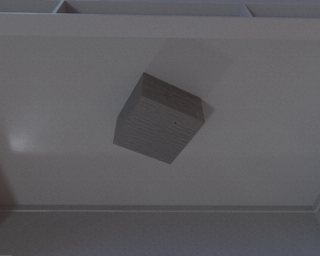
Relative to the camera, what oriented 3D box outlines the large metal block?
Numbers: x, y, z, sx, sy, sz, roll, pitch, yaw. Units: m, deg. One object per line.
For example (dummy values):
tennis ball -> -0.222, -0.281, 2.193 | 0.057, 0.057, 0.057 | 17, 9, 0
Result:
large metal block -> -0.003, -0.010, 0.384 | 0.080, 0.050, 0.080 | 22, 127, -18
